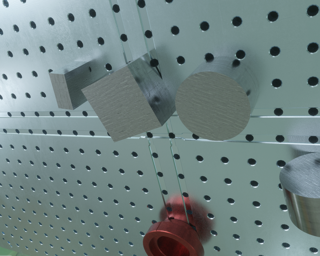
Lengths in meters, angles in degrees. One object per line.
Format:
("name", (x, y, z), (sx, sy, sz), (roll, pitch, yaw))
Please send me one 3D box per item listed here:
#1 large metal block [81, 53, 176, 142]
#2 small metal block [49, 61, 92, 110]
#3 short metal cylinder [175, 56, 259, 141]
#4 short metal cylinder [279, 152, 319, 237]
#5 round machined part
("large metal block", (-0.038, -0.037, 0.392), (0.080, 0.050, 0.080), (-19, 109, 35))
("small metal block", (-0.118, -0.059, 0.421), (0.025, 0.050, 0.050), (8, 122, 24))
("short metal cylinder", (0.064, -0.033, 0.341), (0.080, 0.050, 0.079), (13, 124, 21))
("short metal cylinder", (0.173, 0.068, 0.326), (0.080, 0.080, 0.050), (-8, 114, 32))
("round machined part", (0.025, 0.188, 0.503), (0.098, 0.042, 0.097), (13, 124, 21))
